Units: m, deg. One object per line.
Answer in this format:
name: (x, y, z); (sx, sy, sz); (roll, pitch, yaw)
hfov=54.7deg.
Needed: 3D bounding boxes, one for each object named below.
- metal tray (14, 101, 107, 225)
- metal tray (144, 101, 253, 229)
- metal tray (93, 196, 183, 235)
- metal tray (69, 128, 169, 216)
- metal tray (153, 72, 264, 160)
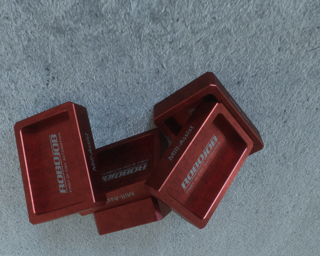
metal tray: (-0.124, 0.043, 0.381); (0.090, 0.129, 0.030); (-19, 166, 15)
metal tray: (0.051, 0.043, 0.373); (0.090, 0.030, 0.130); (45, 72, -31)
metal tray: (-0.024, 0.112, 0.447); (0.090, 0.030, 0.130); (-19, 173, 15)
metal tray: (-0.053, 0.057, 0.414); (0.130, 0.090, 0.030); (-19, 128, 15)
metal tray: (0.065, -0.001, 0.406); (0.090, 0.030, 0.130); (-31, 124, 23)
